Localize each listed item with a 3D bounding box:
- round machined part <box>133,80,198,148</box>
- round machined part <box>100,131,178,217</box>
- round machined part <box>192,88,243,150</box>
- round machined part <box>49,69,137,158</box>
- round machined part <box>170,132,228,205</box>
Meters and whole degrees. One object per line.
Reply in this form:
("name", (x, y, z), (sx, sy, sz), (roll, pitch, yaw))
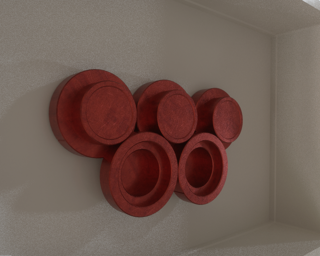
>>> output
("round machined part", (0.010, -0.014, 0.401), (0.099, 0.042, 0.097), (1, 89, -39))
("round machined part", (-0.028, 0.052, 0.369), (0.099, 0.042, 0.097), (0, 90, -40))
("round machined part", (0.087, -0.012, 0.465), (0.099, 0.042, 0.097), (1, 89, -39))
("round machined part", (-0.065, -0.015, 0.338), (0.099, 0.042, 0.097), (1, 89, -41))
("round machined part", (0.047, 0.054, 0.433), (0.099, 0.042, 0.097), (0, 90, -40))
